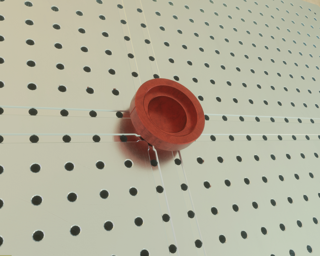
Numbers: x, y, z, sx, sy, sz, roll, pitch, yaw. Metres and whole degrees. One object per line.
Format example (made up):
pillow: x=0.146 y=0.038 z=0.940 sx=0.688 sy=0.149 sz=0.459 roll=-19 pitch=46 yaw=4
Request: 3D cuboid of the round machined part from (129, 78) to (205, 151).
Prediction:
round machined part: x=0.006 y=-0.014 z=0.407 sx=0.099 sy=0.042 sz=0.098 roll=13 pitch=56 yaw=-21
